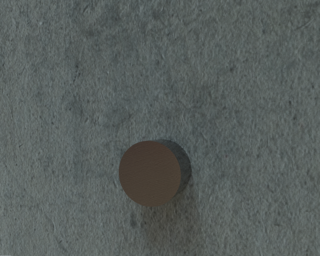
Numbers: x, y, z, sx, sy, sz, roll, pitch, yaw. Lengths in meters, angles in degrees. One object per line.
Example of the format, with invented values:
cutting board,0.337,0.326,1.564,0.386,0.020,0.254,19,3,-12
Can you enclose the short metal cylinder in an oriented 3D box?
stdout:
short metal cylinder,-0.005,0.055,0.397,0.080,0.050,0.079,0,90,19
